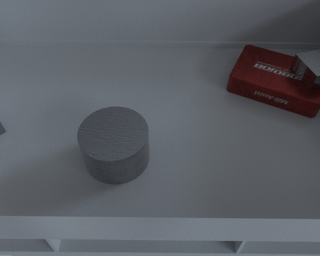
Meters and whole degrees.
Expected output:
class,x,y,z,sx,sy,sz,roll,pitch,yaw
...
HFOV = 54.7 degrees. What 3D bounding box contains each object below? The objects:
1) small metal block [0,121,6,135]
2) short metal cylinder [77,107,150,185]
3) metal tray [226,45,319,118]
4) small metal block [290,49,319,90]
class,x,y,z,sx,sy,sz,roll,pitch,yaw
small metal block,-0.241,-0.003,0.404,0.050,0.025,0.050,37,59,27
short metal cylinder,-0.053,0.020,0.371,0.081,0.050,0.080,0,50,0
metal tray,0.178,-0.074,0.466,0.130,0.030,0.090,21,53,16
small metal block,0.225,-0.084,0.439,0.050,0.025,0.050,-13,52,-12
